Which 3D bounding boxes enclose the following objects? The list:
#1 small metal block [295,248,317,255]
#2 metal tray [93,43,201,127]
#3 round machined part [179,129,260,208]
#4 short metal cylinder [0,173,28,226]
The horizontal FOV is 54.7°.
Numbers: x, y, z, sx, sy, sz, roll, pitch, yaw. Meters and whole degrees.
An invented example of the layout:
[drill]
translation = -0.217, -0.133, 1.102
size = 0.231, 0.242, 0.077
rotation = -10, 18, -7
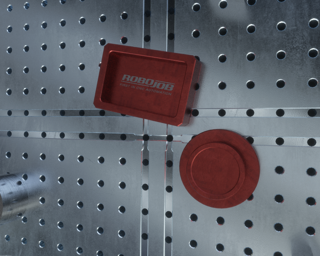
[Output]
[small metal block]
translation = 0.173, 0.168, 0.338
size = 0.025, 0.050, 0.050
rotation = -37, 78, 16
[metal tray]
translation = -0.019, -0.059, 0.416
size = 0.130, 0.030, 0.089
rotation = 13, 94, 19
[round machined part]
translation = 0.071, 0.050, 0.379
size = 0.098, 0.042, 0.097
rotation = 0, 90, 20
[short metal cylinder]
translation = -0.260, 0.115, 0.491
size = 0.080, 0.050, 0.079
rotation = 0, 90, 20
